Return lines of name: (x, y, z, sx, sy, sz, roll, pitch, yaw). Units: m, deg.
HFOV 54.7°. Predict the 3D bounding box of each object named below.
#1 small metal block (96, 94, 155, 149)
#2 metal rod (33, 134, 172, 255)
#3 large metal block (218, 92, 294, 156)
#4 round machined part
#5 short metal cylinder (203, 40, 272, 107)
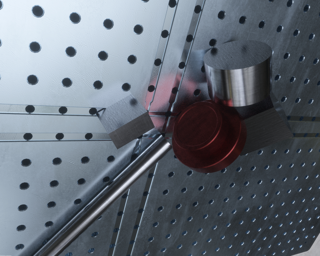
small metal block: (-0.042, -0.009, 0.368, 0.050, 0.050, 0.025, -31, 129, -9)
metal rod: (-0.099, 0.121, 0.433, 0.300, 0.025, 0.025, -43, 130, 1)
large metal block: (0.130, -0.011, 0.438, 0.080, 0.050, 0.080, -25, 138, 26)
round machined part: (0.056, 0.005, 0.397, 0.098, 0.098, 0.042, -47, 136, 5)
short metal cylinder: (0.098, -0.070, 0.387, 0.081, 0.080, 0.050, -25, 127, -14)
